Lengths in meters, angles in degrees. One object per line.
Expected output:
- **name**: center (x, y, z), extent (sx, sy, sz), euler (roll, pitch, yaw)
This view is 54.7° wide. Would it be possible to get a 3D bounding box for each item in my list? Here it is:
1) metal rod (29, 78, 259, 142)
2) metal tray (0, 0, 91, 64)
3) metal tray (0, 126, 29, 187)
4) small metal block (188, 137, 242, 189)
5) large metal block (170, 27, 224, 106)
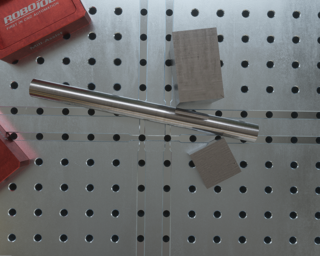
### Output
- **metal rod**: center (-0.020, -0.023, 0.413), extent (0.302, 0.025, 0.025), euler (12, 90, -1)
- **metal tray**: center (-0.171, -0.155, 0.408), extent (0.130, 0.030, 0.090), euler (-28, 90, -1)
- **metal tray**: center (-0.252, 0.026, 0.408), extent (0.090, 0.030, 0.130), euler (-40, 91, 0)
- **small metal block**: center (0.072, 0.046, 0.414), extent (0.050, 0.025, 0.050), euler (-27, 90, -1)
- **large metal block**: center (0.043, -0.071, 0.386), extent (0.050, 0.080, 0.079), euler (-6, 90, 0)
